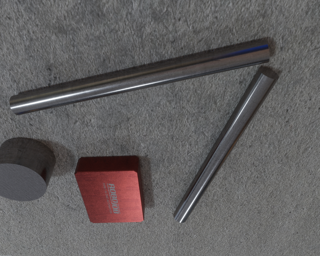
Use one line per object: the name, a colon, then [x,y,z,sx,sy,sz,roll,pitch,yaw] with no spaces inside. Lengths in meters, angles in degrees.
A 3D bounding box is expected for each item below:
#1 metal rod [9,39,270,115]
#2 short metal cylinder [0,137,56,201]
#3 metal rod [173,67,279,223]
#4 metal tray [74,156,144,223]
metal rod: [-0.031,-0.056,0.359,0.301,0.025,0.025,-11,129,9]
short metal cylinder: [-0.195,0.059,0.439,0.081,0.050,0.079,0,130,0]
metal rod: [0.080,0.045,0.446,0.025,0.025,0.298,13,129,-11]
metal tray: [-0.074,0.100,0.488,0.091,0.030,0.129,-2,130,1]
